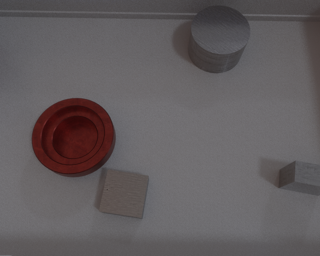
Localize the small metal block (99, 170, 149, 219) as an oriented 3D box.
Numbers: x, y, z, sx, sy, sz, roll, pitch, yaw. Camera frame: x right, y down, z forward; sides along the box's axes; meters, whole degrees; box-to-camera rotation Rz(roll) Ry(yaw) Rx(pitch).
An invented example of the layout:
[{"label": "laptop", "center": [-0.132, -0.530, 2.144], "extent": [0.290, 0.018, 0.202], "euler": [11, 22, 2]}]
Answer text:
[{"label": "small metal block", "center": [-0.042, 0.082, 0.379], "extent": [0.050, 0.025, 0.050], "euler": [8, 70, 2]}]

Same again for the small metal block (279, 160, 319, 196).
[{"label": "small metal block", "center": [0.179, 0.062, 0.376], "extent": [0.050, 0.050, 0.025], "euler": [10, 71, 3]}]

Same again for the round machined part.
[{"label": "round machined part", "center": [-0.106, 0.015, 0.394], "extent": [0.099, 0.042, 0.098], "euler": [0, 70, -1]}]

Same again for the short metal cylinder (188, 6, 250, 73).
[{"label": "short metal cylinder", "center": [0.082, -0.126, 0.443], "extent": [0.081, 0.050, 0.080], "euler": [0, 70, 0]}]
